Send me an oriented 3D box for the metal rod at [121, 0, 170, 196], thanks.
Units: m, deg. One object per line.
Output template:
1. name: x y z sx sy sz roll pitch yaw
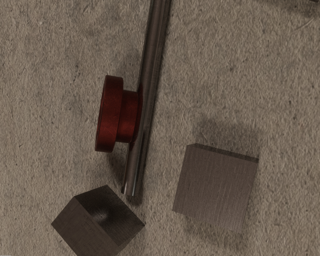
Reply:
1. metal rod: -0.017 -0.058 0.414 0.025 0.025 0.298 10 93 19

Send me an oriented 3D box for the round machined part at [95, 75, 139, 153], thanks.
1. round machined part: -0.055 -0.016 0.397 0.042 0.098 0.097 8 93 -13

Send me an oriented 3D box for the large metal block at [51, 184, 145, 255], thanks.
1. large metal block: -0.078 0.127 0.406 0.080 0.080 0.050 43 103 14

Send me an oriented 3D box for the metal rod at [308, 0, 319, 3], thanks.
1. metal rod: 0.053 -0.215 0.389 0.301 0.025 0.025 26 98 17

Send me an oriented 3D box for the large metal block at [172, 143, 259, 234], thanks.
1. large metal block: 0.068 0.067 0.371 0.080 0.050 0.079 14 95 19
